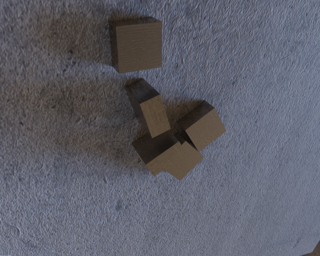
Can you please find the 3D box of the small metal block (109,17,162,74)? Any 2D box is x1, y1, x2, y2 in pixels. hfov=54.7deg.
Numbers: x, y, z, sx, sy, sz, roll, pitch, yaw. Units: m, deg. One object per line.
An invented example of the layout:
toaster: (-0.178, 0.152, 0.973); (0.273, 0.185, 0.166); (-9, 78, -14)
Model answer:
small metal block: (-0.026, -0.090, 0.337); (0.050, 0.025, 0.050); (-14, 124, -21)

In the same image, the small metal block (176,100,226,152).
small metal block: (0.059, -0.002, 0.438); (0.050, 0.025, 0.050); (-37, 129, -3)

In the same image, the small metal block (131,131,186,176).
small metal block: (-0.002, 0.027, 0.406); (0.050, 0.050, 0.025); (-35, 129, -6)

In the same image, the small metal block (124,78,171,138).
small metal block: (-0.015, -0.024, 0.367); (0.025, 0.050, 0.050); (-27, 128, -11)

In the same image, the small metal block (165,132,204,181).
small metal block: (0.027, 0.042, 0.447); (0.050, 0.025, 0.050); (-46, 129, 4)
